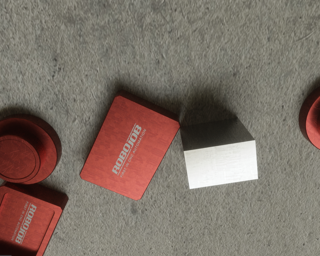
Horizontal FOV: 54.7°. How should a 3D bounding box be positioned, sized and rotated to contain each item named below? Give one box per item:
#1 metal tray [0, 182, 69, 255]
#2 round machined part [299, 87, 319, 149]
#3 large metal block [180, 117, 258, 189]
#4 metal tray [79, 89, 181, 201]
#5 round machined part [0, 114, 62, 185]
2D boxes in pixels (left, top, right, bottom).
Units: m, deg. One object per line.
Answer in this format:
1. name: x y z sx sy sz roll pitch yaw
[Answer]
1. metal tray: -0.202 0.142 0.456 0.090 0.030 0.129 24 108 -9
2. round machined part: 0.238 -0.011 0.400 0.099 0.042 0.097 0 110 -1
3. large metal block: 0.070 0.029 0.392 0.080 0.080 0.050 -9 110 3
4. metal tray: -0.041 0.025 0.416 0.090 0.030 0.129 24 108 -9
5. round machined part: -0.186 0.033 0.410 0.099 0.042 0.097 0 110 -1
